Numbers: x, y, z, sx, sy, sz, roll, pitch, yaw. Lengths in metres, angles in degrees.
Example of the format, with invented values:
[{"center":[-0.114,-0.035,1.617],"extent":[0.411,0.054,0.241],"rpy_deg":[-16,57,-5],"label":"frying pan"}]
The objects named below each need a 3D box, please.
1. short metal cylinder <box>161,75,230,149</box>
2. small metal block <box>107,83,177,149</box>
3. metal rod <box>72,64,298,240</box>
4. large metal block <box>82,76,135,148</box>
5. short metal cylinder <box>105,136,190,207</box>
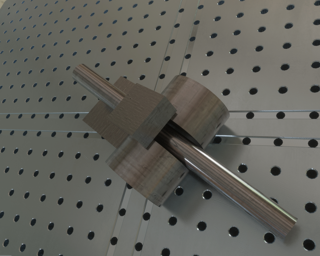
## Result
[{"center":[0.033,-0.016,0.362],"extent":[0.080,0.080,0.050],"rpy_deg":[31,79,38],"label":"short metal cylinder"},{"center":[-0.020,-0.014,0.321],"extent":[0.050,0.025,0.050],"rpy_deg":[-51,43,-8],"label":"small metal block"},{"center":[0.008,0.011,0.342],"extent":[0.300,0.025,0.025],"rpy_deg":[37,82,23],"label":"metal rod"},{"center":[-0.042,-0.012,0.414],"extent":[0.080,0.050,0.080],"rpy_deg":[33,80,38],"label":"large metal block"},{"center":[-0.014,0.044,0.349],"extent":[0.080,0.080,0.050],"rpy_deg":[34,81,38],"label":"short metal cylinder"}]
